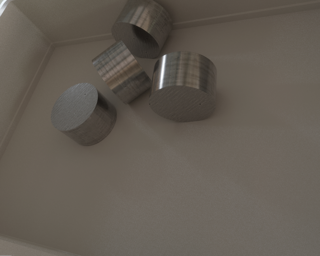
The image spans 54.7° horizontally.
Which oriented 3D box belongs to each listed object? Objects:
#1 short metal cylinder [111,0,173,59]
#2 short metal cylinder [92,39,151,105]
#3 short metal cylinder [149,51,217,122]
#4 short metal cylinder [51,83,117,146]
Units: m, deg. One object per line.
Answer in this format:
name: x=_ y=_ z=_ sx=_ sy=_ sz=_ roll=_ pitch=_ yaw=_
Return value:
short metal cylinder: x=-0.027 y=-0.152 z=0.477 sx=0.080 sy=0.080 sz=0.050 roll=12 pitch=68 yaw=33
short metal cylinder: x=-0.052 y=-0.080 z=0.445 sx=0.050 sy=0.080 sz=0.080 roll=-36 pitch=51 yaw=4
short metal cylinder: x=0.029 y=-0.049 z=0.384 sx=0.080 sy=0.080 sz=0.050 roll=-7 pitch=59 yaw=24
short metal cylinder: x=-0.112 y=-0.020 z=0.459 sx=0.080 sy=0.050 sz=0.080 roll=-13 pitch=56 yaw=20
